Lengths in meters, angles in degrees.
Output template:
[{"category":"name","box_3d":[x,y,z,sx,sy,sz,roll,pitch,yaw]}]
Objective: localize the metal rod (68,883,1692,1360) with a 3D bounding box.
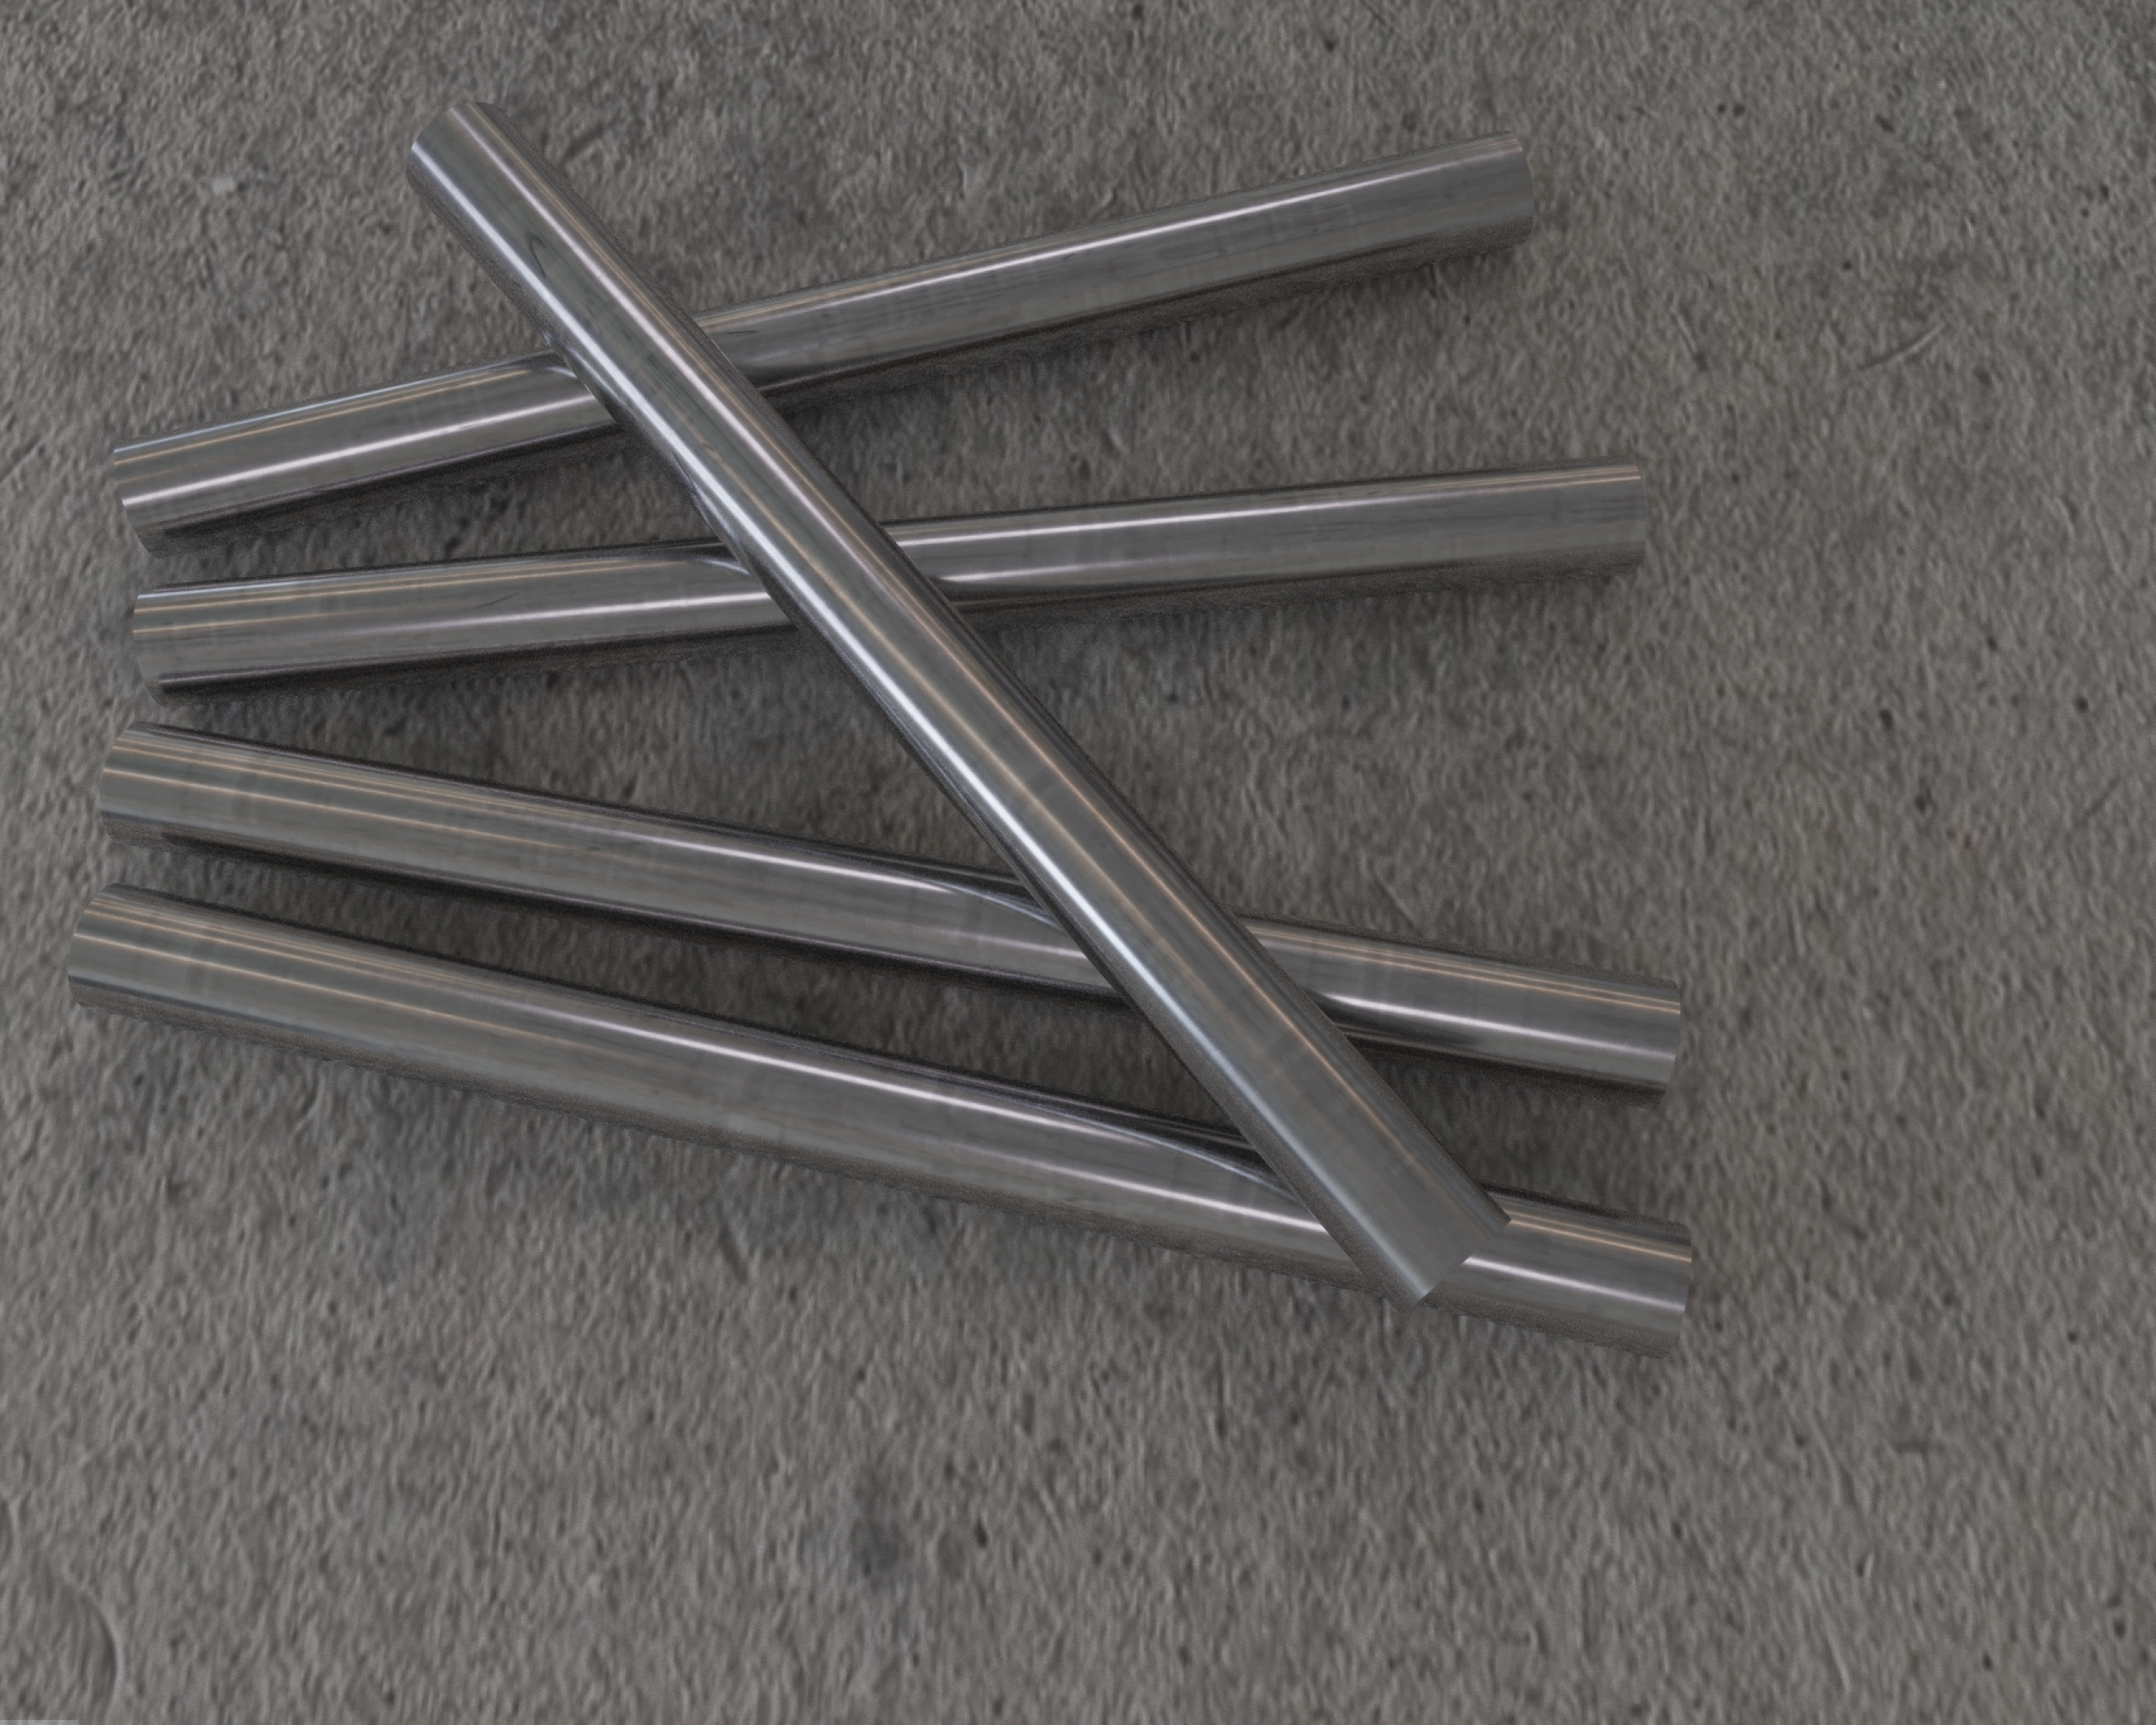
[{"category":"metal rod","box_3d":[-0.039,0.047,0.390,0.302,0.025,0.025,12,71,4]}]

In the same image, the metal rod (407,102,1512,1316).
[{"category":"metal rod","box_3d":[-0.032,-0.039,0.394,0.025,0.025,0.300,-38,75,-13]}]

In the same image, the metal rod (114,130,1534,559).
[{"category":"metal rod","box_3d":[-0.049,-0.112,0.448,0.302,0.025,0.025,-14,71,-6]}]

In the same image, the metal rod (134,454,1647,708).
[{"category":"metal rod","box_3d":[-0.036,-0.058,0.428,0.302,0.025,0.025,-6,70,-2]}]

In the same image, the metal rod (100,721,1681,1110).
[{"category":"metal rod","box_3d":[-0.038,0.009,0.404,0.302,0.025,0.025,10,70,3]}]
